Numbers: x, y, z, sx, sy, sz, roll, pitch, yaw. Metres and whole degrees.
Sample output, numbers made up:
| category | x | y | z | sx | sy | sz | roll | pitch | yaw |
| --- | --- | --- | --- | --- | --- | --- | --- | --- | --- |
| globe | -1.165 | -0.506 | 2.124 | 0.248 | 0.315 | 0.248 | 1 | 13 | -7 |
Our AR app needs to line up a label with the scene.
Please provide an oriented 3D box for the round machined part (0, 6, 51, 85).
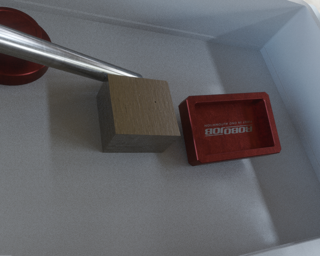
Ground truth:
| category | x | y | z | sx | sy | sz | roll | pitch | yaw |
| --- | --- | --- | --- | --- | --- | --- | --- | --- | --- |
| round machined part | -0.177 | -0.102 | 0.362 | 0.099 | 0.042 | 0.098 | 14 | 56 | -21 |

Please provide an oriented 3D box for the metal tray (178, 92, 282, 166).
| category | x | y | z | sx | sy | sz | roll | pitch | yaw |
| --- | --- | --- | --- | --- | --- | --- | --- | --- | --- |
| metal tray | 0.097 | 0.000 | 0.429 | 0.131 | 0.030 | 0.090 | -5 | 78 | -20 |

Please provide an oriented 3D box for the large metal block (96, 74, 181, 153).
| category | x | y | z | sx | sy | sz | roll | pitch | yaw |
| --- | --- | --- | --- | --- | --- | --- | --- | --- | --- |
| large metal block | -0.029 | -0.016 | 0.385 | 0.081 | 0.050 | 0.080 | 3 | 61 | -27 |

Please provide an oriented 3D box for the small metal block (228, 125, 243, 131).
| category | x | y | z | sx | sy | sz | roll | pitch | yaw |
| --- | --- | --- | --- | --- | --- | --- | --- | --- | --- |
| small metal block | 0.101 | -0.016 | 0.472 | 0.050 | 0.025 | 0.050 | 30 | 52 | -9 |

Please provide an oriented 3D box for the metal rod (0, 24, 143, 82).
| category | x | y | z | sx | sy | sz | roll | pitch | yaw |
| --- | --- | --- | --- | --- | --- | --- | --- | --- | --- |
| metal rod | -0.122 | -0.077 | 0.310 | 0.302 | 0.025 | 0.025 | 9 | 55 | -53 |
